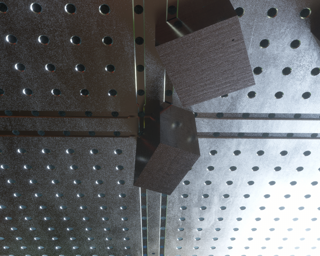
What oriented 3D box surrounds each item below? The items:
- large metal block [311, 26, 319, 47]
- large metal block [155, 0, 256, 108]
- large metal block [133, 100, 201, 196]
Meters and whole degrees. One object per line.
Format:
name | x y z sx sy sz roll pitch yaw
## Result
large metal block | 0.223 -0.087 0.325 0.080 0.050 0.080 -33 123 24
large metal block | 0.048 -0.078 0.330 0.080 0.050 0.080 -18 128 14
large metal block | 0.006 0.026 0.398 0.050 0.080 0.079 19 127 -16
